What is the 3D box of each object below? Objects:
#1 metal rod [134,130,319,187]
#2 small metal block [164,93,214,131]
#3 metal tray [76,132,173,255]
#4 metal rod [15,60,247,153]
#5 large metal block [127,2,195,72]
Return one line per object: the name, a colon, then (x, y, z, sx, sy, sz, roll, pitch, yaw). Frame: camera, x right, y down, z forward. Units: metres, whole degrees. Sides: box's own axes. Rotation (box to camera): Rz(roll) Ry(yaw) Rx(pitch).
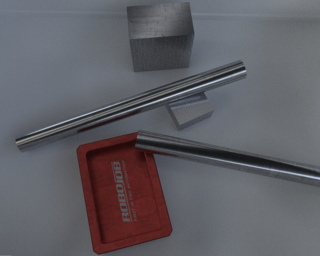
metal rod: (0.120, 0.044, 0.377, 0.302, 0.025, 0.025, 12, 70, -3)
small metal block: (0.037, -0.031, 0.421, 0.050, 0.025, 0.050, -24, 72, -9)
metal tray: (-0.044, 0.076, 0.378, 0.091, 0.030, 0.130, -13, 71, -5)
metal rod: (-0.037, -0.028, 0.399, 0.302, 0.025, 0.025, -19, 71, 1)
large metal block: (0.000, -0.122, 0.425, 0.081, 0.080, 0.050, -5, 70, -2)
